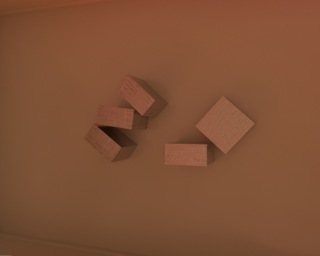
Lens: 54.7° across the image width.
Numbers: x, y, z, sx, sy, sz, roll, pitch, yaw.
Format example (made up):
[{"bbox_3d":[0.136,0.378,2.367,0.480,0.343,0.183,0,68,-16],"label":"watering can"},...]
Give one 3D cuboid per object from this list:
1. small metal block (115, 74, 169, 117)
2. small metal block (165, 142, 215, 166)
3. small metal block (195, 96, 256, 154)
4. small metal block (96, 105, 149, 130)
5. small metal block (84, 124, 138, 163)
[{"bbox_3d":[-0.022,-0.041,0.405,0.050,0.050,0.025,44,104,14],"label":"small metal block"},{"bbox_3d":[0.038,0.031,0.384,0.050,0.050,0.025,0,90,20],"label":"small metal block"},{"bbox_3d":[0.081,-0.004,0.382,0.050,0.025,0.050,44,104,14],"label":"small metal block"},{"bbox_3d":[-0.048,-0.014,0.414,0.050,0.050,0.025,9,93,20],"label":"small metal block"},{"bbox_3d":[-0.065,0.019,0.420,0.050,0.050,0.025,39,103,16],"label":"small metal block"}]
